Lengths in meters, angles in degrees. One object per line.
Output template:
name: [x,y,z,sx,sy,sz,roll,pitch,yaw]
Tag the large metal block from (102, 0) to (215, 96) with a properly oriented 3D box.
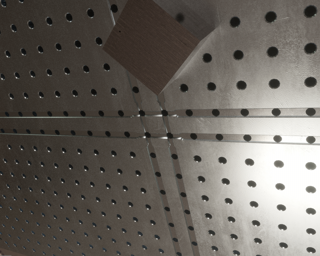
large metal block: [-0.002,-0.096,0.336,0.080,0.050,0.080,41,129,0]
